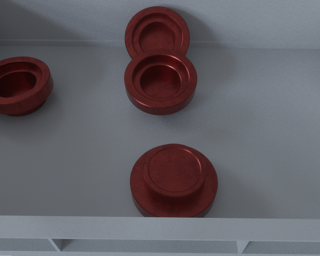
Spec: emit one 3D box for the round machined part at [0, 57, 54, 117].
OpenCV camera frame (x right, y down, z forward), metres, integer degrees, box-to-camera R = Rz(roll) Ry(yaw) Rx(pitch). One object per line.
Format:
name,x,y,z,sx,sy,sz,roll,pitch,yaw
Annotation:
round machined part,-0.201,-0.054,0.438,0.099,0.042,0.098,0,50,0

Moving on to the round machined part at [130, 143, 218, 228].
round machined part,0.015,0.056,0.347,0.099,0.042,0.098,0,50,0

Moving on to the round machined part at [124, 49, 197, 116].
round machined part,0.001,-0.060,0.435,0.099,0.042,0.098,0,64,0

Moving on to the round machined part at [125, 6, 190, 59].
round machined part,-0.004,-0.135,0.487,0.099,0.042,0.097,0,87,0
